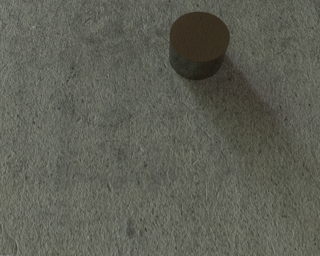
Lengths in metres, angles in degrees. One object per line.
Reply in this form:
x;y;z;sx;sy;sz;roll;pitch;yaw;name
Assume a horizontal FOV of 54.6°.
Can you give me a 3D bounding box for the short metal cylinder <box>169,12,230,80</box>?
0.053;-0.115;0.437;0.080;0.050;0.080;0;70;0;short metal cylinder
